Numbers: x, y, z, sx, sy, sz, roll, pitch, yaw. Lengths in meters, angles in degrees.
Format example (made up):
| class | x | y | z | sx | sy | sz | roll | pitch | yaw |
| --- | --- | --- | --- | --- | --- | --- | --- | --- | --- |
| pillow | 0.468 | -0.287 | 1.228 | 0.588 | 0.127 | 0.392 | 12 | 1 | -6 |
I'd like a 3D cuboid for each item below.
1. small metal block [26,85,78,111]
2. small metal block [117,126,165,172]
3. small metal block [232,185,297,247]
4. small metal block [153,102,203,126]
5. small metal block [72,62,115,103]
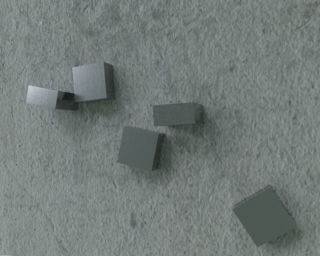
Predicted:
| class | x | y | z | sx | sy | sz | roll | pitch | yaw |
| --- | --- | --- | --- | --- | --- | --- | --- | --- | --- |
| small metal block | -0.154 | -0.043 | 0.448 | 0.050 | 0.050 | 0.025 | 12 | 94 | 19 |
| small metal block | -0.025 | 0.027 | 0.417 | 0.050 | 0.025 | 0.050 | 12 | 94 | 19 |
| small metal block | 0.123 | 0.103 | 0.366 | 0.050 | 0.025 | 0.050 | -36 | 79 | 16 |
| small metal block | 0.024 | -0.016 | 0.387 | 0.050 | 0.050 | 0.025 | -3 | 89 | 19 |
| small metal block | -0.094 | -0.063 | 0.441 | 0.050 | 0.025 | 0.050 | -6 | 88 | 19 |
